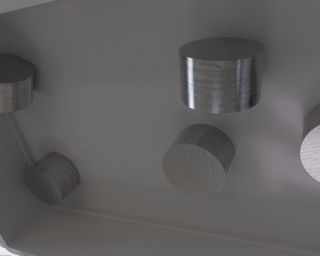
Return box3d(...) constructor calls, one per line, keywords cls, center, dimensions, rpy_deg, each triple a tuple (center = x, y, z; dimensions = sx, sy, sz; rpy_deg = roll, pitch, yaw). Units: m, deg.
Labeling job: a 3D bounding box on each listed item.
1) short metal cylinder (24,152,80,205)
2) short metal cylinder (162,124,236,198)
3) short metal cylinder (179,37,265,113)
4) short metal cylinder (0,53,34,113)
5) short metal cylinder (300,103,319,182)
box3d(cls="short metal cylinder", center=(-0.191, 0.089, 0.548), dimensions=(0.080, 0.050, 0.079), rpy_deg=(13, 124, 21))
box3d(cls="short metal cylinder", center=(0.050, 0.041, 0.392), dimensions=(0.080, 0.050, 0.079), rpy_deg=(13, 124, 21))
box3d(cls="short metal cylinder", center=(0.060, -0.055, 0.307), dimensions=(0.080, 0.080, 0.050), rpy_deg=(9, 122, 23))
box3d(cls="short metal cylinder", center=(-0.228, -0.067, 0.452), dimensions=(0.080, 0.080, 0.050), rpy_deg=(28, 128, 11))
box3d(cls="short metal cylinder", center=(0.183, 0.014, 0.304), dimensions=(0.080, 0.050, 0.079), rpy_deg=(13, 124, 21))
